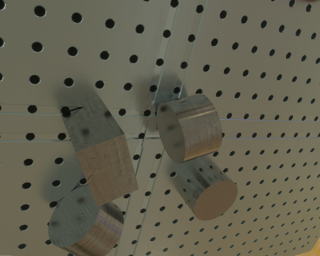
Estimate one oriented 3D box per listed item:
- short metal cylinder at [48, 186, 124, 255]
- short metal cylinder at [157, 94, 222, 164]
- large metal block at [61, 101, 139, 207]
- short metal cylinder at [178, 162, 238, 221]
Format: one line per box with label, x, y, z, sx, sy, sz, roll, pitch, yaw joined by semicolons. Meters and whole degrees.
short metal cylinder;-0.095;0.123;0.400;0.080;0.080;0.050;-40;129;-1
short metal cylinder;0.035;0.000;0.395;0.050;0.080;0.079;-16;125;-20
large metal block;-0.069;0.027;0.355;0.050;0.080;0.080;-21;127;-16
short metal cylinder;0.077;0.102;0.500;0.081;0.050;0.079;-14;124;-21
